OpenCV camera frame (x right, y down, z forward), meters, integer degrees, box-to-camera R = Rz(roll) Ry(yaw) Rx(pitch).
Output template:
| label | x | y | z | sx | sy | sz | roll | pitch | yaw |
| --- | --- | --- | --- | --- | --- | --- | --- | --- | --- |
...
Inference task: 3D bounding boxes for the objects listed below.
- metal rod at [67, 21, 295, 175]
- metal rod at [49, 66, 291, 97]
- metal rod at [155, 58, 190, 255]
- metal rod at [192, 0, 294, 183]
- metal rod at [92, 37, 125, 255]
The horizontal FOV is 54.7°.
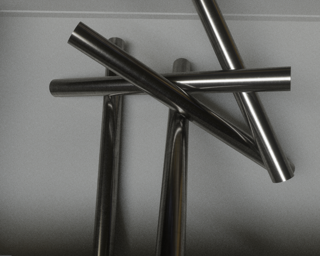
| label | x | y | z | sx | sy | sz | roll | pitch | yaw |
| --- | --- | --- | --- | --- | --- | --- | --- | --- | --- |
| metal rod | 0.038 | -0.020 | 0.349 | 0.301 | 0.025 | 0.025 | 31 | 71 | -17 |
| metal rod | -0.007 | -0.052 | 0.371 | 0.301 | 0.025 | 0.025 | 1 | 69 | 23 |
| metal rod | 0.019 | 0.017 | 0.341 | 0.025 | 0.025 | 0.300 | 5 | 46 | 1 |
| metal rod | 0.081 | -0.079 | 0.357 | 0.025 | 0.025 | 0.299 | -23 | 88 | -8 |
| metal rod | -0.065 | 0.015 | 0.403 | 0.025 | 0.025 | 0.299 | 0 | 70 | 0 |
